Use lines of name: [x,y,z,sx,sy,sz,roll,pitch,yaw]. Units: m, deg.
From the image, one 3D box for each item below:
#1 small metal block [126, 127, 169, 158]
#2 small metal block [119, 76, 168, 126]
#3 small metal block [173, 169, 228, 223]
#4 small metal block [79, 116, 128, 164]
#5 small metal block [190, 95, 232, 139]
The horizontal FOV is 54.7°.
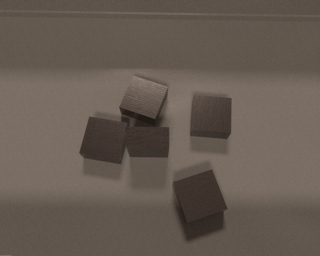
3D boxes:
small metal block: [-0.014,0.019,0.389,0.050,0.050,0.025,1,70,0]
small metal block: [-0.021,-0.037,0.423,0.050,0.025,0.050,19,71,6]
small metal block: [0.048,0.084,0.379,0.050,0.025,0.050,-17,71,-7]
small metal block: [-0.071,0.016,0.403,0.050,0.025,0.050,10,70,3]
small metal block: [0.068,-0.015,0.416,0.050,0.025,0.050,5,70,1]
